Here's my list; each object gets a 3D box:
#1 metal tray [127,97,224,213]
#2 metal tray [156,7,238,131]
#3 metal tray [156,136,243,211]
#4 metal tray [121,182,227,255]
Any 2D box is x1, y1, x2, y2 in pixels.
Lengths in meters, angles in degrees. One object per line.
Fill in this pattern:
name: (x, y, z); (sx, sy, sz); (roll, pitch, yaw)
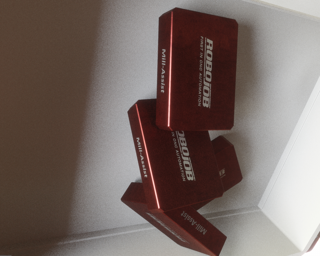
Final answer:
metal tray: (0.019, 0.029, 0.377); (0.091, 0.030, 0.129); (-7, 77, -28)
metal tray: (0.044, -0.063, 0.357); (0.091, 0.030, 0.129); (-1, 94, -28)
metal tray: (0.063, 0.081, 0.490); (0.131, 0.030, 0.090); (-31, 129, -8)
metal tray: (0.018, 0.126, 0.429); (0.130, 0.090, 0.030); (43, 62, -21)
